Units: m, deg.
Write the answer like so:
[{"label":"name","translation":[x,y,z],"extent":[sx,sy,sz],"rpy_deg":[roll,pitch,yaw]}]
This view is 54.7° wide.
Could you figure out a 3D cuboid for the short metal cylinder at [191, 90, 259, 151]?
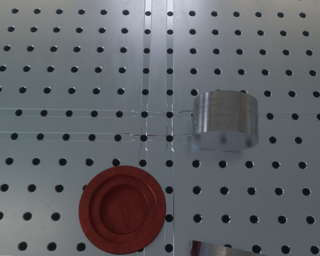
[{"label":"short metal cylinder","translation":[0.080,-0.007,0.386],"extent":[0.080,0.080,0.050],"rpy_deg":[5,70,2]}]

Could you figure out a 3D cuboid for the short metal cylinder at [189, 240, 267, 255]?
[{"label":"short metal cylinder","translation":[0.069,0.153,0.327],"extent":[0.080,0.080,0.050],"rpy_deg":[11,71,4]}]

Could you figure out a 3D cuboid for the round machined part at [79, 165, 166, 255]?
[{"label":"round machined part","translation":[-0.042,0.097,0.367],"extent":[0.099,0.042,0.098],"rpy_deg":[0,70,0]}]
